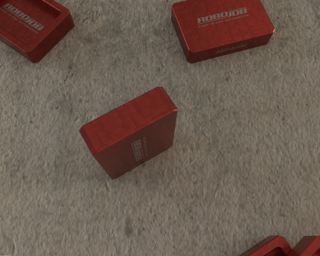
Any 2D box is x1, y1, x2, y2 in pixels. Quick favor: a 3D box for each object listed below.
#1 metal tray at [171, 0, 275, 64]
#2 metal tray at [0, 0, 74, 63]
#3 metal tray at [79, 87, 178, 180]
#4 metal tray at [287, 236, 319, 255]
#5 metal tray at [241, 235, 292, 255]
[{"bbox_3d":[0.091,-0.156,0.464,0.131,0.030,0.090,-16,71,-6],"label":"metal tray"},{"bbox_3d":[-0.208,-0.166,0.463,0.130,0.030,0.090,34,73,11],"label":"metal tray"},{"bbox_3d":[-0.029,0.012,0.348,0.090,0.130,0.030,-29,73,-10],"label":"metal tray"},{"bbox_3d":[0.147,0.185,0.307,0.130,0.030,0.090,-41,75,-14],"label":"metal tray"},{"bbox_3d":[0.130,0.197,0.335,0.090,0.030,0.130,-29,73,-10],"label":"metal tray"}]
